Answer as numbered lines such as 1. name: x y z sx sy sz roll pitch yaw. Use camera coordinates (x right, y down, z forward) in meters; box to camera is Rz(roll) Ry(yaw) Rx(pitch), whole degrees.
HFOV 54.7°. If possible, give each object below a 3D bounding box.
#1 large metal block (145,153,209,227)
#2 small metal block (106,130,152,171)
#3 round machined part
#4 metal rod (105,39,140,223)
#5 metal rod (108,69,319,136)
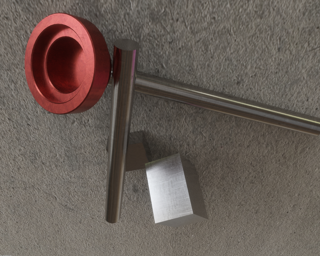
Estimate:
1. large metal block: 0.024 0.090 0.430 0.050 0.080 0.080 -19 153 15
2. small metal block: -0.042 0.034 0.436 0.050 0.025 0.050 -11 130 8
3. round machined part: -0.089 -0.063 0.318 0.098 0.042 0.097 4 97 30
4. metal rod: -0.054 0.030 0.398 0.025 0.025 0.298 6 131 -6
5. metal rod: 0.063 -0.034 0.379 0.302 0.025 0.025 13 129 -11
